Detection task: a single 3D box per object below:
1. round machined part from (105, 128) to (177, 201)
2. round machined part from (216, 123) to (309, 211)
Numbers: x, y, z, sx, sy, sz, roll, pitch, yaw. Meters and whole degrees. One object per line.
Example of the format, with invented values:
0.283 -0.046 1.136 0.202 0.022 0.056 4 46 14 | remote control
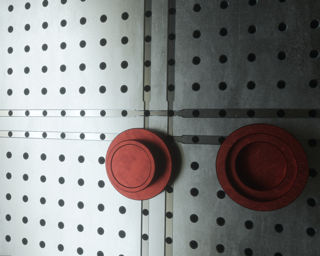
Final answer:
-0.030 0.048 0.415 0.098 0.042 0.097 0 90 20 | round machined part
0.118 0.043 0.362 0.098 0.042 0.097 0 90 20 | round machined part
